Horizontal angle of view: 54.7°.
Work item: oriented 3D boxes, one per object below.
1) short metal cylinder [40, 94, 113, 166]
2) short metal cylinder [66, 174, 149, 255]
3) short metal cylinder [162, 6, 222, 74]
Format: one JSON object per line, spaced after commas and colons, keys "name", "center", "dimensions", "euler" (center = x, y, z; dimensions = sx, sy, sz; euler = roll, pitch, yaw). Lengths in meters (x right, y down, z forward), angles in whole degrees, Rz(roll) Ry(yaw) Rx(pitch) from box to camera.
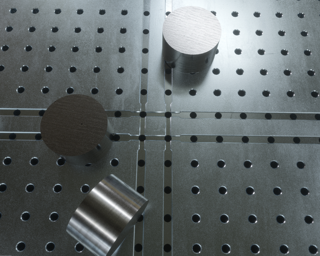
{"name": "short metal cylinder", "center": [-0.103, 0.004, 0.396], "dimensions": [0.081, 0.050, 0.080], "euler": [0, 70, 0]}
{"name": "short metal cylinder", "center": [-0.056, 0.099, 0.346], "dimensions": [0.050, 0.080, 0.080], "euler": [34, 73, 11]}
{"name": "short metal cylinder", "center": [0.044, -0.126, 0.445], "dimensions": [0.081, 0.050, 0.080], "euler": [0, 70, 0]}
